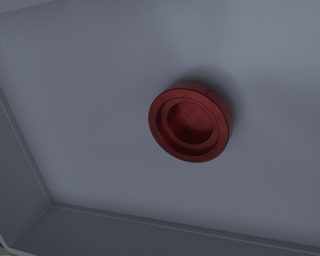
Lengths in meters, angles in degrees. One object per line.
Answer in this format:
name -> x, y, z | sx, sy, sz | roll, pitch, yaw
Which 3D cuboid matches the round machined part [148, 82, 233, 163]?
round machined part -> 0.039, -0.010, 0.371 | 0.098, 0.042, 0.097 | 13, 124, 21
